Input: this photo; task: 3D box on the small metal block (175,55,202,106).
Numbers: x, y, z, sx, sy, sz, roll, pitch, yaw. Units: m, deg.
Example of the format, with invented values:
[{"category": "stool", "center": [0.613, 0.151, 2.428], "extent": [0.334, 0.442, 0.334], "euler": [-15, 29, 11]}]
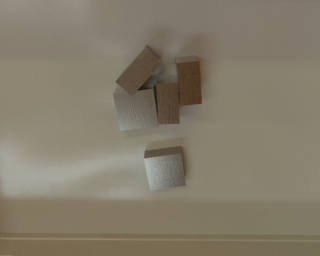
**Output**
[{"category": "small metal block", "center": [0.034, -0.059, 0.376], "extent": [0.025, 0.050, 0.050], "euler": [-6, 110, 2]}]

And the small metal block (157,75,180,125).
[{"category": "small metal block", "center": [0.010, -0.036, 0.384], "extent": [0.025, 0.050, 0.050], "euler": [-2, 110, 1]}]

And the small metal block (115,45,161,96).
[{"category": "small metal block", "center": [-0.025, -0.070, 0.372], "extent": [0.025, 0.050, 0.050], "euler": [41, 105, -13]}]

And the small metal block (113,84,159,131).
[{"category": "small metal block", "center": [-0.030, -0.027, 0.401], "extent": [0.050, 0.025, 0.050], "euler": [-7, 110, 2]}]

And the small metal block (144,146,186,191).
[{"category": "small metal block", "center": [0.007, 0.056, 0.432], "extent": [0.050, 0.025, 0.050], "euler": [-8, 110, 3]}]
